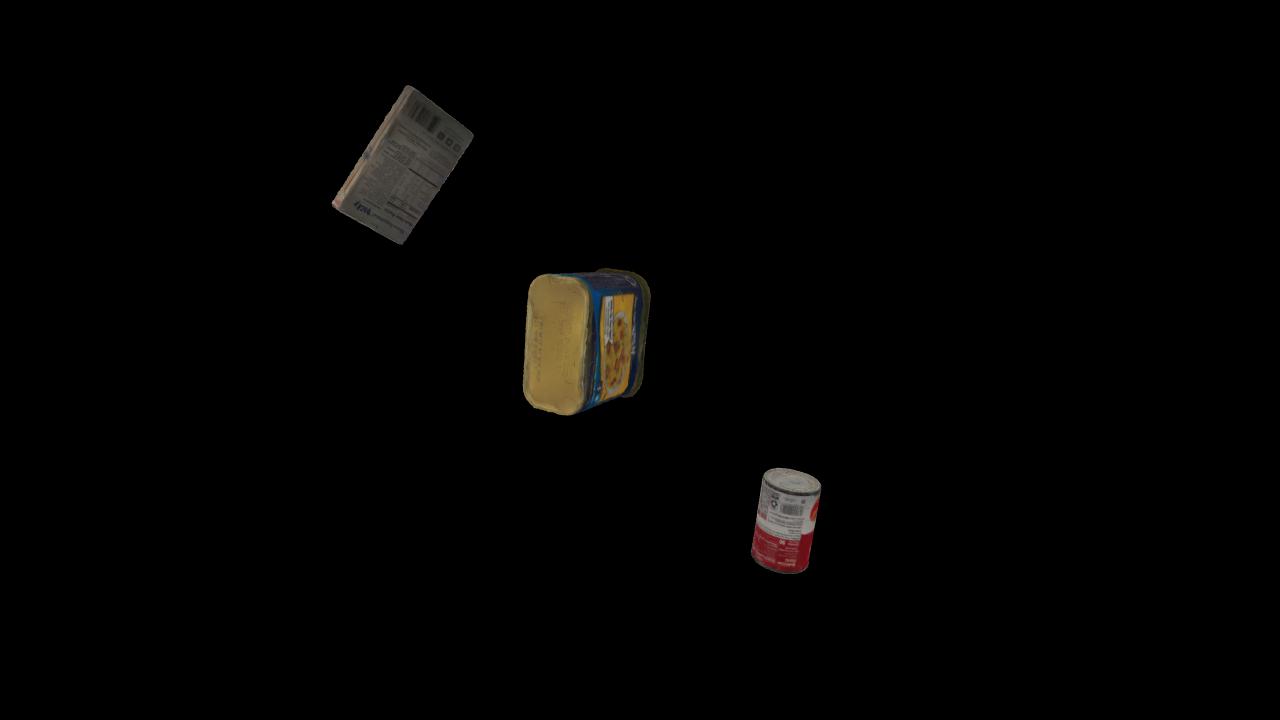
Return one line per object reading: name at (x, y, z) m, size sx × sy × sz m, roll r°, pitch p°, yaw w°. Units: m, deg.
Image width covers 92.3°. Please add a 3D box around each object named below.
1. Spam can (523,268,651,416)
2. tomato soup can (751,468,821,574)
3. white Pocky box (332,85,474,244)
Spam can at (-0.039, -0.015, 0.455) m, size 0.058 × 0.101 × 0.085 m, roll 11°, pitch 13°, yaw 26°
tomato soup can at (0.168, 0.183, 0.709) m, size 0.068 × 0.101 × 0.068 m, roll 5°, pitch 14°, yaw -1°
white Pocky box at (-0.261, -0.213, 0.683) m, size 0.028 × 0.154 × 0.084 m, roll 39°, pitch 5°, yaw 41°
